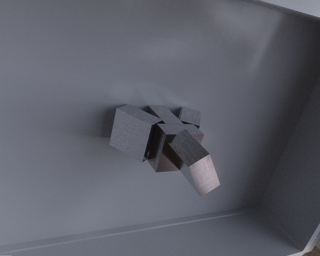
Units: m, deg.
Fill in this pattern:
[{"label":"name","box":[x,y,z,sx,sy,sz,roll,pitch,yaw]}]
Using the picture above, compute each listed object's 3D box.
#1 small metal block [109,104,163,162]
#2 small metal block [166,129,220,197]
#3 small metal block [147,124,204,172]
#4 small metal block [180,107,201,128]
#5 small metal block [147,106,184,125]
[{"label":"small metal block","box":[-0.030,0.006,0.374,0.025,0.050,0.050,-27,138,-56]},{"label":"small metal block","box":[0.036,0.037,0.335,0.025,0.050,0.050,-31,128,-8]},{"label":"small metal block","box":[0.018,0.023,0.364,0.050,0.025,0.050,1,118,-29]},{"label":"small metal block","box":[0.034,0.006,0.410,0.025,0.050,0.050,16,115,2]},{"label":"small metal block","box":[0.001,0.005,0.393,0.025,0.050,0.050,1,118,-29]}]
